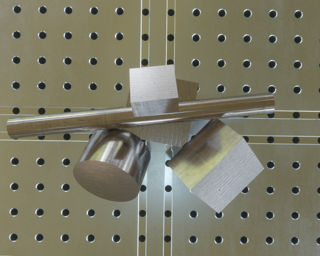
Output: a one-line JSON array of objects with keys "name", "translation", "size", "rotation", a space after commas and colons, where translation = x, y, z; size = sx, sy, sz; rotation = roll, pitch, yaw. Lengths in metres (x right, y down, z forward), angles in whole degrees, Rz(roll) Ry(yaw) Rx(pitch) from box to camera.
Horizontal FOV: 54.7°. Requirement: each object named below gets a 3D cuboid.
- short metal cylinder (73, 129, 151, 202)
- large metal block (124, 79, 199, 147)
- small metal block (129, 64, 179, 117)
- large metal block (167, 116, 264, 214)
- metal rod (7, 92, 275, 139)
[{"name": "short metal cylinder", "translation": [-0.057, 0.046, 0.376], "size": [0.080, 0.079, 0.050], "rotation": [19, 47, 0]}, {"name": "large metal block", "translation": [0.000, -0.023, 0.397], "size": [0.080, 0.050, 0.080], "rotation": [11, 90, 0]}, {"name": "small metal block", "translation": [-0.007, -0.042, 0.348], "size": [0.050, 0.025, 0.050], "rotation": [-6, 55, 0]}, {"name": "large metal block", "translation": [0.069, 0.046, 0.376], "size": [0.080, 0.050, 0.080], "rotation": [-45, 134, 0]}, {"name": "metal rod", "translation": [-0.021, -0.014, 0.360], "size": [0.302, 0.025, 0.025], "rotation": [-6, 90, 0]}]
